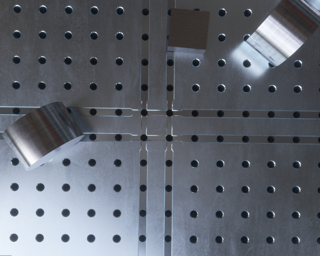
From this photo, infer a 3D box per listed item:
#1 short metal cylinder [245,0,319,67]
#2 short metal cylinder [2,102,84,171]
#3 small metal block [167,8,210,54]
[{"bbox_3d":[0.153,-0.124,0.387,0.050,0.080,0.080,41,90,0],"label":"short metal cylinder"},{"bbox_3d":[-0.143,0.010,0.385,0.080,0.080,0.050,-33,90,0],"label":"short metal cylinder"},{"bbox_3d":[0.037,-0.128,0.413,0.050,0.025,0.050,5,90,0],"label":"small metal block"}]
